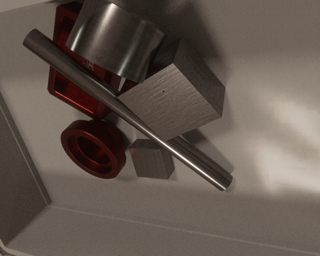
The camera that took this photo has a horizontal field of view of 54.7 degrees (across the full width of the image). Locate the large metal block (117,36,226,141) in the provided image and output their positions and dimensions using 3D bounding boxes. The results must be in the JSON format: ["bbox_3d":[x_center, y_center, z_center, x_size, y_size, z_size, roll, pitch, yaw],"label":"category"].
[{"bbox_3d":[0.014,-0.040,0.345,0.080,0.050,0.080,-25,123,36],"label":"large metal block"}]

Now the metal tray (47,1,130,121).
[{"bbox_3d":[-0.095,-0.082,0.402,0.090,0.030,0.129,30,128,8],"label":"metal tray"}]

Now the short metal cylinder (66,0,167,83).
[{"bbox_3d":[-0.041,-0.083,0.293,0.080,0.080,0.050,30,102,8],"label":"short metal cylinder"}]

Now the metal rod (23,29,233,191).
[{"bbox_3d":[-0.032,-0.016,0.383,0.301,0.025,0.025,37,130,-9],"label":"metal rod"}]

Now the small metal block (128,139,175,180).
[{"bbox_3d":[-0.011,0.044,0.440,0.050,0.025,0.050,0,119,27],"label":"small metal block"}]

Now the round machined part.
[{"bbox_3d":[-0.091,0.026,0.452,0.098,0.042,0.097,19,138,18],"label":"round machined part"}]
